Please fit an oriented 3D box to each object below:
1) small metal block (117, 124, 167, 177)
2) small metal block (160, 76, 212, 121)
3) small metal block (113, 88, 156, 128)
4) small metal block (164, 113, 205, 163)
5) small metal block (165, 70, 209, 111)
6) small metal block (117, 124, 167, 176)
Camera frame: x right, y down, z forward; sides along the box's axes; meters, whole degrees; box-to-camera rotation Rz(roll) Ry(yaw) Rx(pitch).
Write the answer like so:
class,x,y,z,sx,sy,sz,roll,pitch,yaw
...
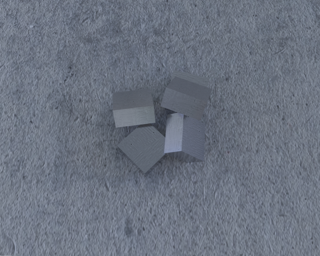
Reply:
class,x,y,z,sx,sy,sz,roll,pitch,yaw
small metal block,-0.018,0.026,0.400,0.050,0.025,0.050,-43,76,-14
small metal block,0.034,-0.038,0.383,0.050,0.025,0.050,20,28,7
small metal block,-0.034,-0.027,0.406,0.050,0.025,0.050,-7,33,-3
small metal block,0.032,0.013,0.389,0.025,0.050,0.050,-11,64,37
small metal block,0.037,-0.047,0.427,0.050,0.025,0.050,13,70,4
small metal block,-0.018,0.026,0.400,0.050,0.025,0.050,-43,76,-14
